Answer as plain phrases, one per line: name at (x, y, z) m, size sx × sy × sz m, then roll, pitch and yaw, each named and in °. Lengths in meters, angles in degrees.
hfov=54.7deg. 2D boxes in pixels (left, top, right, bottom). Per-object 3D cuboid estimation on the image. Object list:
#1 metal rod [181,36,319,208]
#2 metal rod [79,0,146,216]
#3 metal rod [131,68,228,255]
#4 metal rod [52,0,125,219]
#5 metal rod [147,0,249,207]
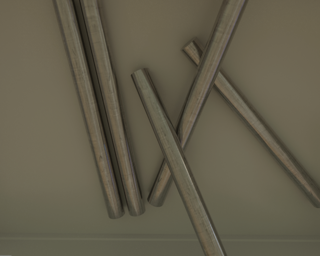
metal rod at (0.134, 0.002, 0.413) m, size 0.025 × 0.025 × 0.300 m, roll -40°, pitch 106°, yaw 13°
metal rod at (-0.057, -0.016, 0.404) m, size 0.025 × 0.025 × 0.298 m, roll -9°, pitch 110°, yaw 3°
metal rod at (0.032, 0.068, 0.377) m, size 0.025 × 0.025 × 0.299 m, roll -23°, pitch 86°, yaw 8°
metal rod at (-0.088, -0.011, 0.406) m, size 0.025 × 0.025 × 0.298 m, roll -9°, pitch 110°, yaw 3°
metal rod at (0.038, -0.020, 0.384) m, size 0.025 × 0.025 × 0.298 m, roll 17°, pitch 117°, yaw -6°
